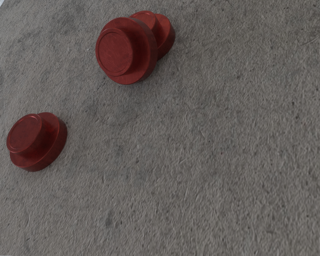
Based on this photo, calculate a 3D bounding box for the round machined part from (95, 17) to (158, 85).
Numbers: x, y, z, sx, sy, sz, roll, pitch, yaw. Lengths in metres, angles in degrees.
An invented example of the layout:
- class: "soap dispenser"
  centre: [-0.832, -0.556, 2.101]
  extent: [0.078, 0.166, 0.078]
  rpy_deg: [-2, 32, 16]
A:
- class: "round machined part"
  centre: [-0.056, -0.112, 0.457]
  extent: [0.098, 0.042, 0.097]
  rpy_deg: [10, 110, 29]

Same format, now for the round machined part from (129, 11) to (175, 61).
- class: "round machined part"
  centre: [-0.029, -0.149, 0.500]
  extent: [0.098, 0.042, 0.098]
  rpy_deg: [-13, 56, 21]

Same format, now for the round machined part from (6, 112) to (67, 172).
- class: "round machined part"
  centre: [-0.200, 0.016, 0.488]
  extent: [0.098, 0.042, 0.098]
  rpy_deg: [-13, 56, 21]
